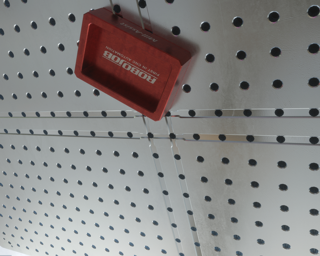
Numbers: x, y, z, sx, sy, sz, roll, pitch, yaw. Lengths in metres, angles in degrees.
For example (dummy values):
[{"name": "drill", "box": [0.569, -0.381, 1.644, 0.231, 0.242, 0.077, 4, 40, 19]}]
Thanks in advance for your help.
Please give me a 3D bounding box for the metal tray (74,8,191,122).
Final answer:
[{"name": "metal tray", "box": [-0.038, -0.077, 0.381, 0.130, 0.030, 0.089, 30, 128, 9]}]
